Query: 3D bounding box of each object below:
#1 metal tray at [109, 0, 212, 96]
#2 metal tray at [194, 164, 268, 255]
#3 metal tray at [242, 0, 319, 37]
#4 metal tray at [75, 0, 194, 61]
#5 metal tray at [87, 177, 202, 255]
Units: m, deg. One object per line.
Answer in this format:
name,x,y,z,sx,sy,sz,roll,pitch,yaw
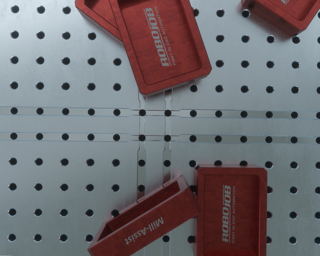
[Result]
metal tray,0.000,-0.113,0.380,0.090,0.030,0.129,-19,90,-1
metal tray,0.092,0.115,0.412,0.091,0.030,0.129,1,90,-1
metal tray,0.184,-0.201,0.413,0.090,0.030,0.130,34,90,-1
metal tray,-0.033,-0.154,0.410,0.130,0.030,0.090,37,90,-1
metal tray,-0.017,0.112,0.380,0.130,0.090,0.030,-31,90,0
